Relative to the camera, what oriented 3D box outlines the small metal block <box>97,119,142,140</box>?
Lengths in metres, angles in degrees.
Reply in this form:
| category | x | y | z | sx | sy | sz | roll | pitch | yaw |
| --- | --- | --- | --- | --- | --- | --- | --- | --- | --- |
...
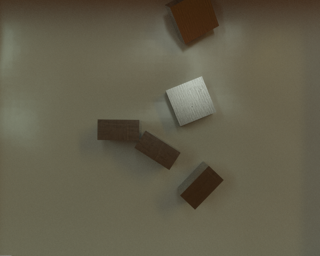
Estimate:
| category | x | y | z | sx | sy | sz | roll | pitch | yaw |
| --- | --- | --- | --- | --- | --- | --- | --- | --- | --- |
| small metal block | -0.050 | 0.002 | 0.398 | 0.050 | 0.050 | 0.025 | 1 | 90 | 0 |

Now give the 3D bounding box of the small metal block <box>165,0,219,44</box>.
| category | x | y | z | sx | sy | sz | roll | pitch | yaw |
| --- | --- | --- | --- | --- | --- | --- | --- | --- | --- |
| small metal block | 0.042 | -0.145 | 0.400 | 0.050 | 0.025 | 0.050 | -28 | 122 | 0 |

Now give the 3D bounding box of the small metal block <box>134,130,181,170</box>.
| category | x | y | z | sx | sy | sz | roll | pitch | yaw |
| --- | --- | --- | --- | --- | --- | --- | --- | --- | --- |
| small metal block | -0.003 | 0.027 | 0.399 | 0.050 | 0.050 | 0.025 | 33 | 90 | 0 |

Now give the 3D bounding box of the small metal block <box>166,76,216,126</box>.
| category | x | y | z | sx | sy | sz | roll | pitch | yaw |
| --- | --- | --- | --- | --- | --- | --- | --- | --- | --- |
| small metal block | 0.040 | -0.035 | 0.411 | 0.050 | 0.025 | 0.050 | -22 | 90 | 0 |

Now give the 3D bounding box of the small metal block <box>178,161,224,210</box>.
| category | x | y | z | sx | sy | sz | roll | pitch | yaw |
| --- | --- | --- | --- | --- | --- | --- | --- | --- | --- |
| small metal block | 0.051 | 0.072 | 0.399 | 0.025 | 0.050 | 0.050 | 44 | 90 | 0 |
